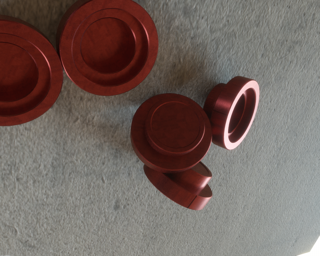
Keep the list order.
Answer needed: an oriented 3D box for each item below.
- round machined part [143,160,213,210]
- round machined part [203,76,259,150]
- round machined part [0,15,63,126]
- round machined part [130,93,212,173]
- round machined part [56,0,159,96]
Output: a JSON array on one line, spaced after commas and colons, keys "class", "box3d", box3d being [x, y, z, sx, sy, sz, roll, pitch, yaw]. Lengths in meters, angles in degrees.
[{"class": "round machined part", "box3d": [0.030, 0.061, 0.415, 0.099, 0.098, 0.042, 24, 105, -37]}, {"class": "round machined part", "box3d": [0.092, -0.023, 0.418, 0.099, 0.042, 0.097, -33, 134, -41]}, {"class": "round machined part", "box3d": [-0.144, -0.054, 0.284, 0.099, 0.042, 0.097, -14, 125, -21]}, {"class": "round machined part", "box3d": [0.015, 0.002, 0.369, 0.099, 0.098, 0.042, -23, 166, -15]}, {"class": "round machined part", "box3d": [-0.055, -0.085, 0.314, 0.099, 0.042, 0.097, -14, 125, -21]}]
